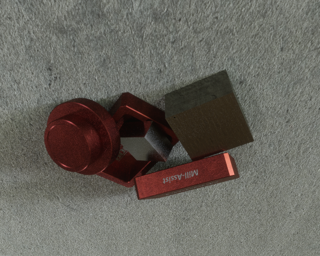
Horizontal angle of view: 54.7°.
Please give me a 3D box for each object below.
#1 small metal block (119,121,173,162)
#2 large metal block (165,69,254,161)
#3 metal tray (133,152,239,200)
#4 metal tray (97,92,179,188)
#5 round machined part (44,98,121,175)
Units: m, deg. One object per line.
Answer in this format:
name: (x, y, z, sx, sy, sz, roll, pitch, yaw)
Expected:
small metal block: (-0.020, 0.017, 0.393, 0.050, 0.025, 0.050, -2, 139, 39)
large metal block: (0.060, -0.013, 0.382, 0.080, 0.050, 0.080, -21, 127, 17)
metal tray: (0.040, 0.070, 0.435, 0.130, 0.030, 0.090, -17, 164, 15)
metal tray: (-0.044, 0.022, 0.423, 0.090, 0.030, 0.129, 28, 125, -22)
round machined part: (-0.102, 0.015, 0.382, 0.098, 0.042, 0.097, 9, 113, 22)
